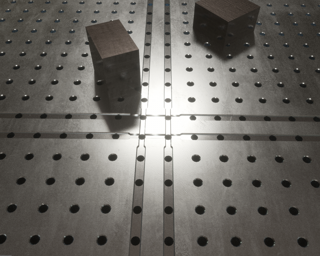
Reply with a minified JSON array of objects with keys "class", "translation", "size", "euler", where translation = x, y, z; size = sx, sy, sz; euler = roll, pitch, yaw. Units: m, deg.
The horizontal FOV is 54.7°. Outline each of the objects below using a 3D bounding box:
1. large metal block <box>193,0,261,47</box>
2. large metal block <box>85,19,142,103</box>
[{"class":"large metal block","translation":[0.119,-0.201,0.562],"size":[0.081,0.050,0.080],"euler":[-31,57,-24]},{"class":"large metal block","translation":[-0.067,-0.098,0.454],"size":[0.050,0.080,0.080],"euler":[-19,53,-15]}]
